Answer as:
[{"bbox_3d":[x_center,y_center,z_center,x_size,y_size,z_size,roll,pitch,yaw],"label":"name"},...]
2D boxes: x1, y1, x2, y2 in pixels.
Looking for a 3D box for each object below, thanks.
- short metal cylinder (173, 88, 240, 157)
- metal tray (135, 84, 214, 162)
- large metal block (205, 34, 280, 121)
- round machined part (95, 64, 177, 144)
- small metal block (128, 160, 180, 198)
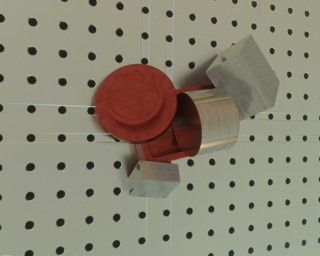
[{"bbox_3d":[0.054,-0.008,0.386,0.050,0.080,0.079,-10,94,-21],"label":"short metal cylinder"},{"bbox_3d":[0.029,-0.007,0.418,0.131,0.030,0.089,-12,94,-20],"label":"metal tray"},{"bbox_3d":[0.114,-0.068,0.417,0.080,0.050,0.080,53,38,-13],"label":"large metal block"},{"bbox_3d":[-0.029,-0.032,0.369,0.099,0.042,0.098,-1,76,3],"label":"round machined part"},{"bbox_3d":[-0.009,0.066,0.390,0.050,0.050,0.025,8,53,-19],"label":"small metal block"}]
